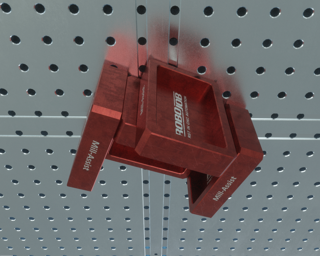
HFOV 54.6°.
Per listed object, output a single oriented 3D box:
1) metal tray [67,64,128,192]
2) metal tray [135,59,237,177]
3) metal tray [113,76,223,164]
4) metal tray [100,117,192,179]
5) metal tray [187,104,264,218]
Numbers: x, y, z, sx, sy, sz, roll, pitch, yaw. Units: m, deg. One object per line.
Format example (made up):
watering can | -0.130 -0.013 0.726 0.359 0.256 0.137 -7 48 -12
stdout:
metal tray | -0.075 0.001 0.369 0.030 0.090 0.129 17 128 -14
metal tray | 0.024 -0.016 0.328 0.091 0.130 0.030 17 128 -15
metal tray | 0.016 -0.007 0.363 0.131 0.090 0.030 17 128 -14
metal tray | -0.006 0.017 0.422 0.131 0.030 0.089 17 128 -15
metal tray | 0.077 0.044 0.406 0.030 0.090 0.129 17 128 -14
